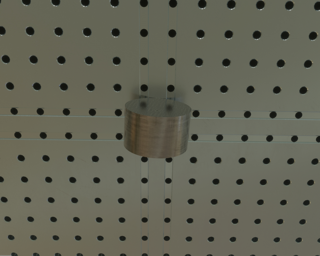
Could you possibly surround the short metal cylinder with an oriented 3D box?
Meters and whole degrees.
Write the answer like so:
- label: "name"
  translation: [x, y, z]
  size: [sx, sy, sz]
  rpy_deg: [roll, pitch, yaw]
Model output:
- label: "short metal cylinder"
  translation: [-0.004, -0.003, 0.383]
  size: [0.080, 0.080, 0.050]
  rpy_deg: [4, 110, -2]
